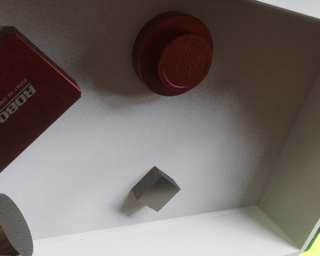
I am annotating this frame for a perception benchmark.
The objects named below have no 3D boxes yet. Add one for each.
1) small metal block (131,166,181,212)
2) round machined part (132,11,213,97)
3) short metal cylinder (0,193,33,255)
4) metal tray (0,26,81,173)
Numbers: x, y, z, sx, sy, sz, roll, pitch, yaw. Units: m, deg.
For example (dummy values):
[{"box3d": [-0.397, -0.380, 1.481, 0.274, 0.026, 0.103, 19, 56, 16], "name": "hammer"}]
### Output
[{"box3d": [-0.006, 0.092, 0.465, 0.050, 0.025, 0.050, -45, 130, 3], "name": "small metal block"}, {"box3d": [0.021, -0.081, 0.361, 0.099, 0.042, 0.097, -14, 125, -21], "name": "round machined part"}, {"box3d": [-0.186, 0.121, 0.347, 0.050, 0.080, 0.080, -27, 128, -12], "name": "short metal cylinder"}, {"box3d": [-0.157, -0.023, 0.306, 0.130, 0.030, 0.090, -43, 130, 1], "name": "metal tray"}]
